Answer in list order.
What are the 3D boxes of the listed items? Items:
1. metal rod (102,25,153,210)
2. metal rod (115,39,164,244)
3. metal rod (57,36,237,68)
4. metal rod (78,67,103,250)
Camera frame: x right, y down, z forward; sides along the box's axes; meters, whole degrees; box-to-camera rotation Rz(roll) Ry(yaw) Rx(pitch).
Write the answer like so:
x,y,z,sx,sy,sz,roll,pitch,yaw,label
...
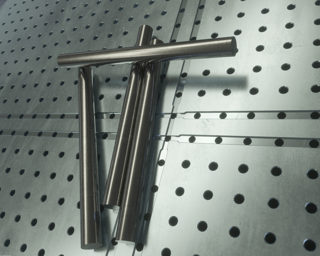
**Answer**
x,y,z,sx,sy,sz,roll,pitch,yaw,label
-0.041,-0.034,0.451,0.025,0.025,0.300,-7,59,25,metal rod
-0.022,-0.002,0.421,0.025,0.025,0.300,-7,58,25,metal rod
-0.038,-0.109,0.462,0.300,0.025,0.025,3,63,30,metal rod
-0.105,0.020,0.452,0.025,0.025,0.300,-22,53,15,metal rod
